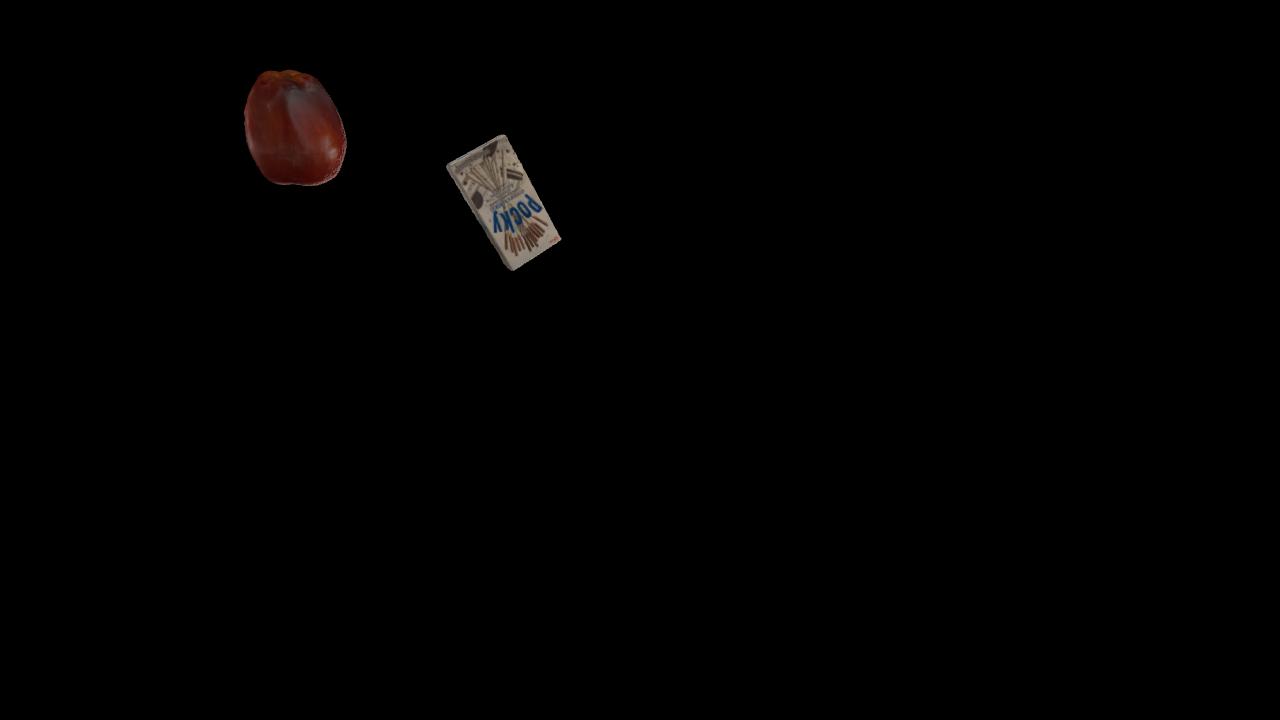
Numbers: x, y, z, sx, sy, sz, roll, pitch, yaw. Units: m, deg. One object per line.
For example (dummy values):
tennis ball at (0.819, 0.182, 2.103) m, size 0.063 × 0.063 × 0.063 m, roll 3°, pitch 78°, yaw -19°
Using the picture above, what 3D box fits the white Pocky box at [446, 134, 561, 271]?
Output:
white Pocky box at (-0.174, -0.203, 0.801) m, size 0.084 × 0.154 × 0.028 m, roll -37°, pitch 29°, yaw -16°

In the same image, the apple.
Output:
apple at (-0.285, -0.190, 0.513) m, size 0.079 × 0.093 × 0.079 m, roll 4°, pitch 38°, yaw -3°
